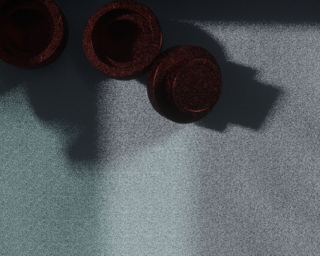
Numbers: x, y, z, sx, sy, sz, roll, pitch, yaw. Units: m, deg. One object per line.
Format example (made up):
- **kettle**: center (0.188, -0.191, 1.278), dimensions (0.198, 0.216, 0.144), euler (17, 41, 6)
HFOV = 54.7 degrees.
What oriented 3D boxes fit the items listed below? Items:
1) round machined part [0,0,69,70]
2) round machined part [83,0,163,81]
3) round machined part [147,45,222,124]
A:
- **round machined part**: center (-0.167, -0.124, 0.401), dimensions (0.099, 0.042, 0.097), euler (0, 90, 0)
- **round machined part**: center (-0.044, -0.108, 0.398), dimensions (0.099, 0.042, 0.097), euler (0, 85, 6)
- **round machined part**: center (0.037, -0.052, 0.382), dimensions (0.099, 0.042, 0.097), euler (-8, 108, -25)
